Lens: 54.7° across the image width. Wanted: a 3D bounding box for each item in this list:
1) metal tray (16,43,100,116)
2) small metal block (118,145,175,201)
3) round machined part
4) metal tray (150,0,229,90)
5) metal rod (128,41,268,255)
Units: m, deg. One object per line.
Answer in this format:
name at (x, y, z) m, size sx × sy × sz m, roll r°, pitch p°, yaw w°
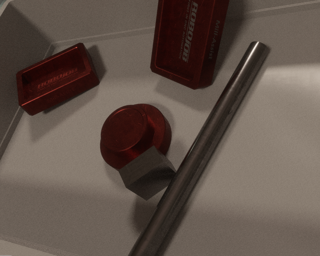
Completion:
metal tray at (-0.177, -0.086, 0.532) m, size 0.131 × 0.030 × 0.090 m, roll -25°, pitch 52°, yaw 0°
small metal block at (-0.012, 0.054, 0.362) m, size 0.050 × 0.050 × 0.025 m, roll -36°, pitch 52°, yaw 4°
round machined part at (-0.038, 0.008, 0.408) m, size 0.098 × 0.042 × 0.098 m, roll -13°, pitch 56°, yaw 20°
metal tray at (0.035, -0.126, 0.406) m, size 0.030 × 0.129 × 0.090 m, roll -18°, pitch 36°, yaw -42°
metal rod at (0.052, 0.020, 0.365) m, size 0.025 × 0.025 × 0.300 m, roll 21°, pitch 73°, yaw 35°
